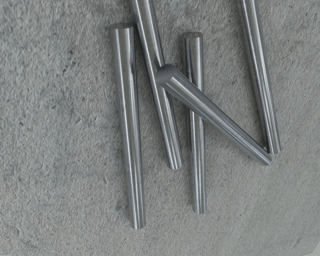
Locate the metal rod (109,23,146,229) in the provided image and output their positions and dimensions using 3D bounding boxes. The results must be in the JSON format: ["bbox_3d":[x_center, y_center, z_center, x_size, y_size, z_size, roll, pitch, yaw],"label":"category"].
[{"bbox_3d":[-0.037,0.021,0.399,0.025,0.025,0.298,-15,125,-20],"label":"metal rod"}]

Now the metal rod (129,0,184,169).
[{"bbox_3d":[-0.005,-0.067,0.362,0.025,0.025,0.298,-23,127,-14],"label":"metal rod"}]

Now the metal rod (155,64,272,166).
[{"bbox_3d":[0.094,-0.001,0.432,0.025,0.025,0.301,-50,136,7],"label":"metal rod"}]

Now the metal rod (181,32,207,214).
[{"bbox_3d":[0.052,0.014,0.443,0.025,0.025,0.298,-19,126,-17],"label":"metal rod"}]

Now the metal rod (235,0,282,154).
[{"bbox_3d":[0.144,-0.068,0.442,0.025,0.025,0.299,-32,129,-7],"label":"metal rod"}]
